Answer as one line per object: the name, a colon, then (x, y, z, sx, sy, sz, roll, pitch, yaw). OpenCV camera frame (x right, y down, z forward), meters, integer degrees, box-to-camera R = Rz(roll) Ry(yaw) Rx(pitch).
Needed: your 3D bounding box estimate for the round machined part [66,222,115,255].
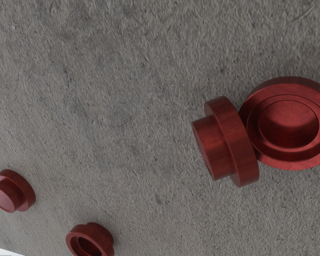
round machined part: (-0.130, 0.224, 0.603, 0.098, 0.042, 0.097, 13, 124, 21)

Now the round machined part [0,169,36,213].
round machined part: (-0.314, 0.138, 0.647, 0.098, 0.042, 0.097, 13, 124, 21)

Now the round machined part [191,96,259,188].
round machined part: (0.065, 0.018, 0.333, 0.042, 0.098, 0.098, -21, 111, 2)

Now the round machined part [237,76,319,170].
round machined part: (0.133, -0.008, 0.321, 0.098, 0.042, 0.097, 13, 124, 21)
